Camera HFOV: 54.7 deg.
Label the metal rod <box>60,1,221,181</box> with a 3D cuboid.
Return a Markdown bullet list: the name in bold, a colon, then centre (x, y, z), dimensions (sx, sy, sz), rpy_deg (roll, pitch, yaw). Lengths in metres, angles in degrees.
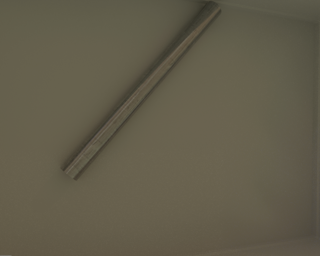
- **metal rod**: centre (-0.016, -0.057, 0.405), dimensions (0.025, 0.025, 0.300), rpy_deg (43, 76, -15)
